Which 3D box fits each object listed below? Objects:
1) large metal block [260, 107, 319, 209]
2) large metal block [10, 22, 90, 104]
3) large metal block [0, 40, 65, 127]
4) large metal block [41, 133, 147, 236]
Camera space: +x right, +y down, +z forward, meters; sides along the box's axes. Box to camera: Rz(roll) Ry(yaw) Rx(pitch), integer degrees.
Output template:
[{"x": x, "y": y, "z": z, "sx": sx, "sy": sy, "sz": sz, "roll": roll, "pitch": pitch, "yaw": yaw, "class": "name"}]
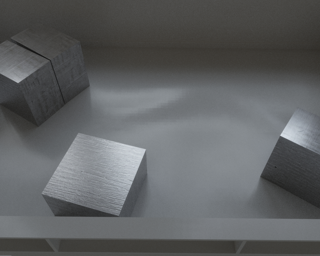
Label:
[{"x": 0.169, "y": 0.036, "z": 0.342, "sx": 0.080, "sy": 0.080, "sz": 0.050, "roll": 29, "pitch": 56, "yaw": 22, "class": "large metal block"}, {"x": -0.155, "y": -0.093, "z": 0.446, "sx": 0.080, "sy": 0.080, "sz": 0.050, "roll": 29, "pitch": 56, "yaw": 22, "class": "large metal block"}, {"x": -0.185, "y": -0.060, "z": 0.417, "sx": 0.080, "sy": 0.080, "sz": 0.050, "roll": 27, "pitch": 55, "yaw": 20, "class": "large metal block"}, {"x": -0.065, "y": 0.060, "z": 0.338, "sx": 0.080, "sy": 0.050, "sz": 0.080, "roll": 13, "pitch": 51, "yaw": 10, "class": "large metal block"}]
